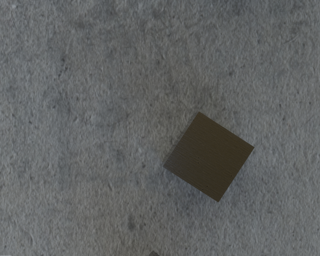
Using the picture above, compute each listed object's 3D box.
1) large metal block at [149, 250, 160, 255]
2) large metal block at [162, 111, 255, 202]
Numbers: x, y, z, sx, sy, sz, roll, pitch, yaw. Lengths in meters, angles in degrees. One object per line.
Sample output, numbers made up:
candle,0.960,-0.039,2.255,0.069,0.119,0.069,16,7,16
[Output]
large metal block,-0.004,0.223,0.398,0.080,0.050,0.080,40,90,-1
large metal block,0.059,0.035,0.398,0.080,0.050,0.080,33,90,-1
